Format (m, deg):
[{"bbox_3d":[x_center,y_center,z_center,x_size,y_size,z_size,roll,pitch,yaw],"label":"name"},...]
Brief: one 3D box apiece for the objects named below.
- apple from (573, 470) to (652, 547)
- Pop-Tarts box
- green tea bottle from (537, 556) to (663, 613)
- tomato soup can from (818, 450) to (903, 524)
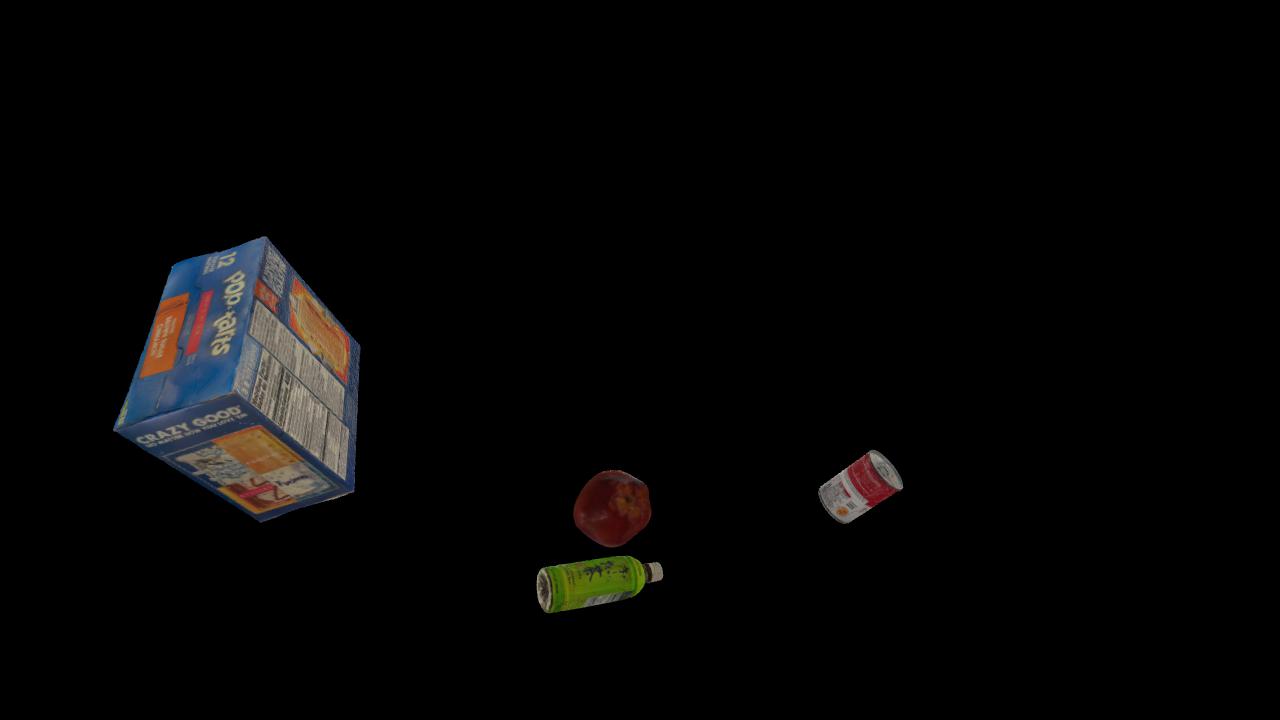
[{"bbox_3d":[-0.028,0.152,0.633,0.079,0.079,0.093,0,-16,-25],"label":"apple"},{"bbox_3d":[-0.296,0.015,0.483,0.083,0.167,0.141,-19,-40,-2],"label":"Pop-Tarts box"},{"bbox_3d":[-0.059,0.361,1.003,0.212,0.073,0.073,4,-2,-30],"label":"green tea bottle"},{"bbox_3d":[0.322,0.188,0.902,0.068,0.068,0.101,0,-39,-51],"label":"tomato soup can"}]
